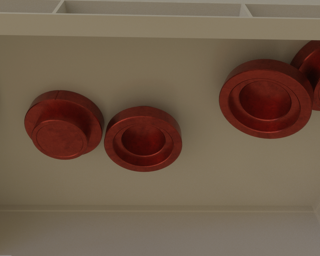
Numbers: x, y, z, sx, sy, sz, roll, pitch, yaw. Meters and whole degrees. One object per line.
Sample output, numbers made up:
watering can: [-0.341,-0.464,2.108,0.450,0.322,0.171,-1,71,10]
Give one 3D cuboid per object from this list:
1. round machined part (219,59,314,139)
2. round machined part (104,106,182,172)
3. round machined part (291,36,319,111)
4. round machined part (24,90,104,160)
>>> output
round machined part: [0.121,-0.037,0.353,0.098,0.042,0.097,17,139,16]
round machined part: [-0.021,0.010,0.406,0.099,0.042,0.097,-1,130,0]
round machined part: [0.202,-0.057,0.353,0.099,0.042,0.097,-1,130,0]
round machined part: [-0.124,0.003,0.399,0.099,0.042,0.097,-1,130,0]
